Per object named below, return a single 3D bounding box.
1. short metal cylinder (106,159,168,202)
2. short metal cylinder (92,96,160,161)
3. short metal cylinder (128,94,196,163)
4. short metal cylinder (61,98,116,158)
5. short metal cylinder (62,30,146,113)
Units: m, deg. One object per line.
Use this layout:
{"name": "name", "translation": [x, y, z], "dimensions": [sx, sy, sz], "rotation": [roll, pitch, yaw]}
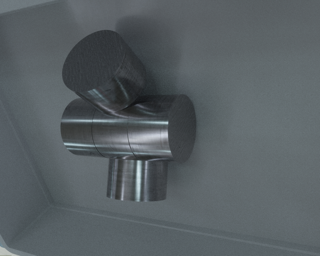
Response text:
{"name": "short metal cylinder", "translation": [-0.030, 0.068, 0.420], "dimensions": [0.080, 0.080, 0.050], "rotation": [0, 85, 28]}
{"name": "short metal cylinder", "translation": [-0.040, 0.000, 0.392], "dimensions": [0.050, 0.080, 0.080], "rotation": [2, 119, 28]}
{"name": "short metal cylinder", "translation": [0.005, 0.000, 0.369], "dimensions": [0.050, 0.080, 0.080], "rotation": [2, 119, 28]}
{"name": "short metal cylinder", "translation": [-0.085, -0.001, 0.415], "dimensions": [0.050, 0.080, 0.080], "rotation": [2, 119, 28]}
{"name": "short metal cylinder", "translation": [-0.063, -0.064, 0.355], "dimensions": [0.080, 0.080, 0.050], "rotation": [2, 157, 27]}
